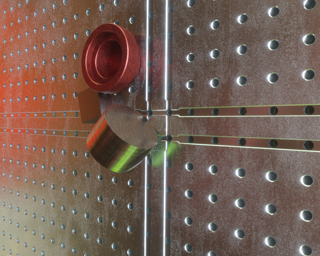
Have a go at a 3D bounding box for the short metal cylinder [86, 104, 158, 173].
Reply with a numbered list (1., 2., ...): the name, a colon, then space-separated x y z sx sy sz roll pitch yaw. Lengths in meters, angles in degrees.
1. short metal cylinder: -0.050 0.014 0.415 0.050 0.081 0.080 -50 61 28

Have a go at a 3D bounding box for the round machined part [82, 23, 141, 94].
1. round machined part: -0.067 -0.098 0.452 0.098 0.042 0.097 -2 87 38

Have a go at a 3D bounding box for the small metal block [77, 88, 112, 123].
1. small metal block: -0.103 -0.038 0.495 0.050 0.025 0.050 -18 79 38
